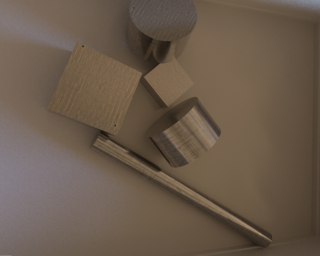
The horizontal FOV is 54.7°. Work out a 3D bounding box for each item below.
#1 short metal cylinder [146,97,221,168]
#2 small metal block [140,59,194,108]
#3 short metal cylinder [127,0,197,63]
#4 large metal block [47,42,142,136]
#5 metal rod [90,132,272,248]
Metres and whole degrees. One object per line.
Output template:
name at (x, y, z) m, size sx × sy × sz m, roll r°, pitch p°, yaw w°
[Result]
short metal cylinder at (0.029, 0.005, 0.393) m, size 0.080 × 0.080 × 0.050 m, roll -42°, pitch 104°, yaw -15°
small metal block at (0.009, -0.062, 0.415) m, size 0.050 × 0.025 × 0.050 m, roll -43°, pitch 104°, yaw -15°
short metal cylinder at (0.001, -0.129, 0.385) m, size 0.081 × 0.050 × 0.080 m, roll 3°, pitch 72°, yaw -9°
large metal block at (-0.079, -0.043, 0.369) m, size 0.080 × 0.050 × 0.080 m, roll 23°, pitch 82°, yaw -19°
metal rod at (0.040, 0.092, 0.426) m, size 0.301 × 0.025 × 0.025 m, roll 33°, pitch 79°, yaw -18°
